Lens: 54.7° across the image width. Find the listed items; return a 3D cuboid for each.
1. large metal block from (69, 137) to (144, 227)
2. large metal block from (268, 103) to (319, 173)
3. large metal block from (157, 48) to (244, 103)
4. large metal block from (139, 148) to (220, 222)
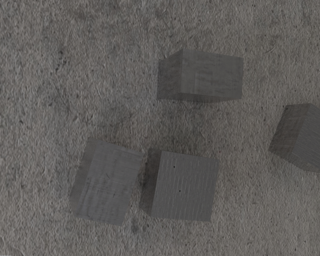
[{"bbox_3d":[-0.065,0.057,0.356,0.050,0.080,0.080,19,84,-19],"label":"large metal block"},{"bbox_3d":[0.228,0.017,0.480,0.080,0.050,0.080,28,81,-18],"label":"large metal block"},{"bbox_3d":[0.048,-0.062,0.397,0.081,0.080,0.050,3,89,-20],"label":"large metal block"},{"bbox_3d":[0.024,0.073,0.405,0.081,0.050,0.080,11,87,-20],"label":"large metal block"}]
